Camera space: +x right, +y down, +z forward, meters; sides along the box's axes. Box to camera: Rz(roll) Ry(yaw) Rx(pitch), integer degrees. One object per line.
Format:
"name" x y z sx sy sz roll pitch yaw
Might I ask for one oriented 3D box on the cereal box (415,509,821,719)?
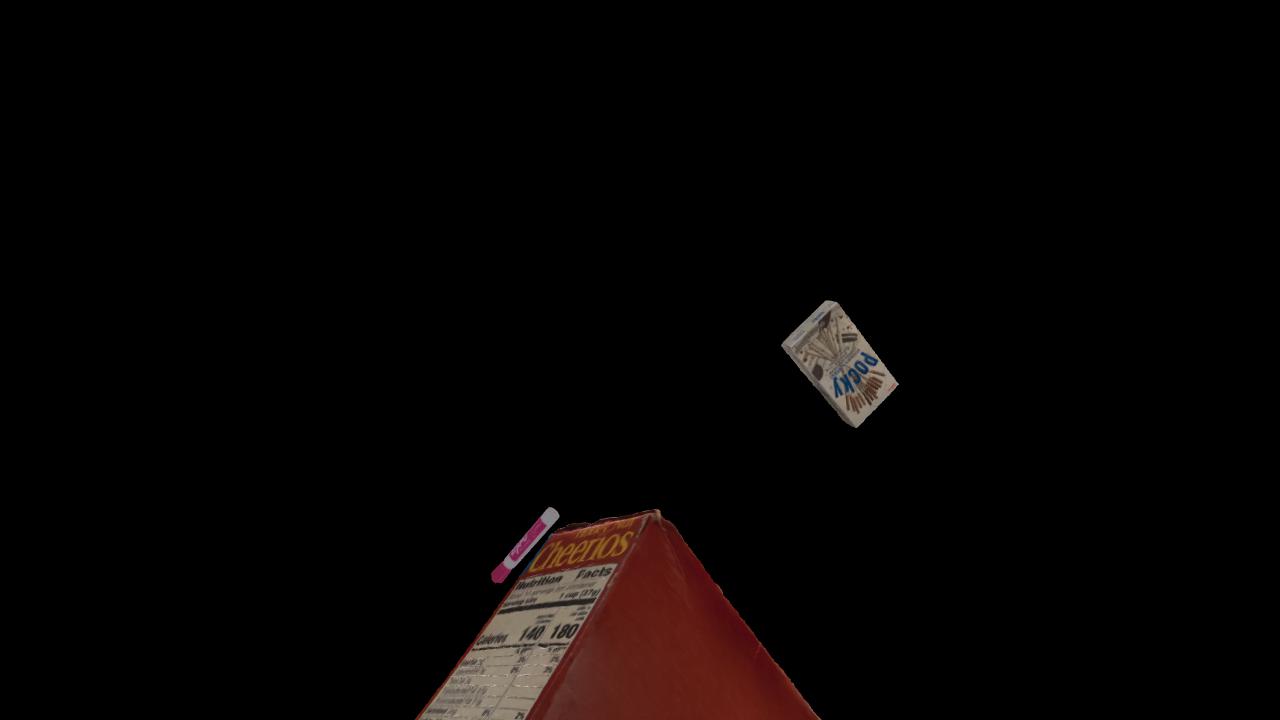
"cereal box" -0.023 0.220 0.166 0.081 0.203 0.306 -25 17 38

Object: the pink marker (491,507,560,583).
"pink marker" -0.145 0.233 0.768 0.020 0.121 0.020 40 8 -7

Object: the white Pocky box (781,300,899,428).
"white Pocky box" 0.254 0.006 0.778 0.154 0.084 0.028 46 -3 -20
